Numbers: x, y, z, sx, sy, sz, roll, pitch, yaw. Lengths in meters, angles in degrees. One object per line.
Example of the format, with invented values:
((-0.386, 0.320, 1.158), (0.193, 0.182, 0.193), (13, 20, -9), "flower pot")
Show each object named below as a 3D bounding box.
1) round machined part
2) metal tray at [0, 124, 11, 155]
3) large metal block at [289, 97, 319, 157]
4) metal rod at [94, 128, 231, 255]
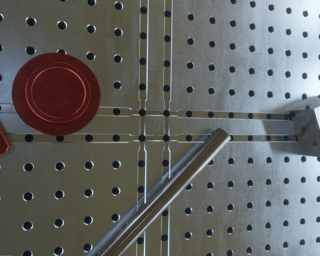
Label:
((-0.118, -0.039, 0.360), (0.099, 0.042, 0.097), (0, 90, -21), "round machined part")
((-0.231, -0.015, 0.324), (0.091, 0.030, 0.129), (-27, 99, -18), "metal tray")
((0.269, -0.006, 0.501), (0.081, 0.050, 0.080), (-23, 98, -19), "large metal block")
((-0.012, 0.110, 0.409), (0.301, 0.025, 0.025), (-44, 104, -15), "metal rod")
